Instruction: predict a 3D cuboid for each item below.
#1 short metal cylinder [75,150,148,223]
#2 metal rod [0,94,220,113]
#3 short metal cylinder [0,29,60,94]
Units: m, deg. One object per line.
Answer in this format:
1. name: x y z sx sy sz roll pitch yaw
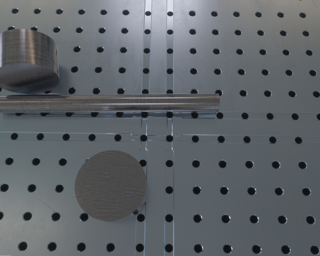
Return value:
1. short metal cylinder: -0.055 0.072 0.372 0.081 0.050 0.080 0 70 0
2. metal rod: -0.071 -0.034 0.423 0.302 0.025 0.025 0 70 -1
3. short metal cylinder: -0.177 -0.086 0.413 0.081 0.080 0.050 -8 70 -3
